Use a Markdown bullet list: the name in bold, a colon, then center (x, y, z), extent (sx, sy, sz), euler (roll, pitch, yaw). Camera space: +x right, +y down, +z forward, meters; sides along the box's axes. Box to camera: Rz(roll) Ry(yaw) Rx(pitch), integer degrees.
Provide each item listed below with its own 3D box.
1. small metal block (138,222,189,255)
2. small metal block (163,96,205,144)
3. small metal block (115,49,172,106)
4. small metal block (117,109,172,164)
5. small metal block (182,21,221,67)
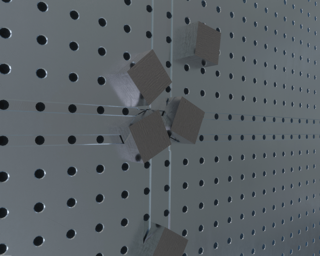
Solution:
- **small metal block**: center (0.004, 0.161, 0.412), extent (0.050, 0.025, 0.050), euler (40, 66, -33)
- **small metal block**: center (0.031, -0.010, 0.434), extent (0.050, 0.025, 0.050), euler (30, 71, -36)
- **small metal block**: center (-0.019, -0.063, 0.392), extent (0.050, 0.025, 0.050), euler (-48, 119, -29)
- **small metal block**: center (-0.019, 0.010, 0.393), extent (0.050, 0.025, 0.050), euler (-33, 110, -35)
- **small metal block**: center (0.063, -0.123, 0.460), extent (0.050, 0.025, 0.050), euler (11, 83, -39)
